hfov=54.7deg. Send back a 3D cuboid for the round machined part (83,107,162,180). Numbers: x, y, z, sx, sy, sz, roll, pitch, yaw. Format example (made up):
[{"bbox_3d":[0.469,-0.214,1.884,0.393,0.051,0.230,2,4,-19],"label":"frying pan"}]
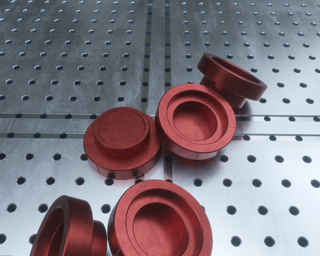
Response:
[{"bbox_3d":[-0.046,0.012,0.386,0.099,0.042,0.098,0,50,0],"label":"round machined part"}]

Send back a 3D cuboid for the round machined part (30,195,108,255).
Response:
[{"bbox_3d":[-0.082,0.113,0.276,0.042,0.098,0.098,24,44,-28],"label":"round machined part"}]

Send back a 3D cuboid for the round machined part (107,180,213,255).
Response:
[{"bbox_3d":[-0.003,0.102,0.296,0.099,0.042,0.098,16,45,-17],"label":"round machined part"}]

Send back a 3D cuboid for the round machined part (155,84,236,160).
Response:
[{"bbox_3d":[0.041,-0.004,0.391,0.099,0.042,0.098,6,60,-10],"label":"round machined part"}]

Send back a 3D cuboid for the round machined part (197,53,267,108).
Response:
[{"bbox_3d":[0.095,-0.063,0.431,0.099,0.042,0.098,24,23,-10],"label":"round machined part"}]
